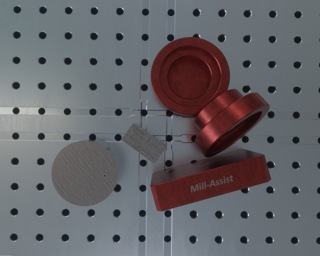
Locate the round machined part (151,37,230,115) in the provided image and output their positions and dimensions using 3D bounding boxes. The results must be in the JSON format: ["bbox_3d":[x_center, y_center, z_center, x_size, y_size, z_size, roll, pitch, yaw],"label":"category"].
[{"bbox_3d":[0.038,-0.064,0.405,0.099,0.042,0.097,0,89,0],"label":"round machined part"}]

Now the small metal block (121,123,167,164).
[{"bbox_3d":[-0.020,0.019,0.401,0.050,0.050,0.025,36,90,0],"label":"small metal block"}]

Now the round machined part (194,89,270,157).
[{"bbox_3d":[0.082,-0.010,0.381,0.098,0.098,0.042,-37,70,0],"label":"round machined part"}]

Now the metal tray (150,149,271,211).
[{"bbox_3d":[0.056,0.060,0.381,0.131,0.090,0.030,-15,90,0],"label":"metal tray"}]

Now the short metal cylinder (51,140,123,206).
[{"bbox_3d":[-0.091,0.055,0.400,0.081,0.050,0.079,0,90,0],"label":"short metal cylinder"}]
